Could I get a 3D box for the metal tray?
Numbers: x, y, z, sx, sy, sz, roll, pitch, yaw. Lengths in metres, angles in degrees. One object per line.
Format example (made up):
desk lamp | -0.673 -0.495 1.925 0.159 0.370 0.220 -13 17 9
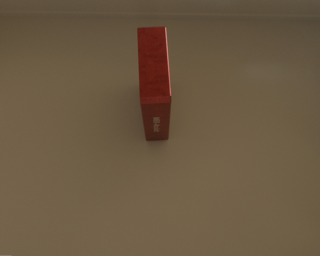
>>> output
metal tray | -0.006 -0.046 0.371 0.030 0.130 0.090 -3 70 -1
